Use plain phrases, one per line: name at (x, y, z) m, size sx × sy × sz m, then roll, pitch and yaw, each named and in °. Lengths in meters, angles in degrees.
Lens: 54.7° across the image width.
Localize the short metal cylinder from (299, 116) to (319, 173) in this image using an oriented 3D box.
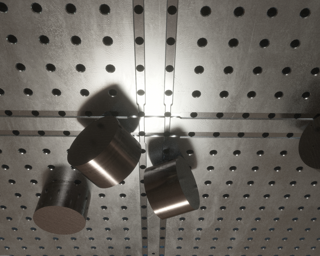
short metal cylinder at (0.231, 0.025, 0.401) m, size 0.050 × 0.080 × 0.080 m, roll 27°, pitch 125°, yaw -21°

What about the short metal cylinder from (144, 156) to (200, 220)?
short metal cylinder at (0.018, 0.086, 0.449) m, size 0.050 × 0.080 × 0.080 m, roll -22°, pitch 127°, yaw 17°

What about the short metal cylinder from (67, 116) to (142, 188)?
short metal cylinder at (-0.071, 0.030, 0.400) m, size 0.080 × 0.080 × 0.050 m, roll -26°, pitch 126°, yaw 20°

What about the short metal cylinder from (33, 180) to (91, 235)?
short metal cylinder at (-0.157, 0.129, 0.503) m, size 0.081 × 0.050 × 0.079 m, roll 0°, pitch 130°, yaw 0°
